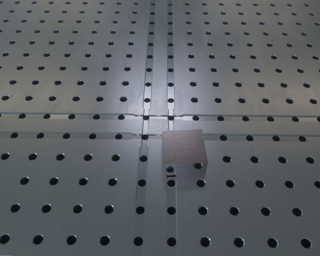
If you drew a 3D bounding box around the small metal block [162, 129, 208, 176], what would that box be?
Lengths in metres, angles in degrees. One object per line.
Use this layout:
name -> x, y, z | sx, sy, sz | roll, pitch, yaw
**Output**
small metal block -> 0.029, 0.030, 0.383 | 0.050, 0.025, 0.050 | -3, 50, -2
